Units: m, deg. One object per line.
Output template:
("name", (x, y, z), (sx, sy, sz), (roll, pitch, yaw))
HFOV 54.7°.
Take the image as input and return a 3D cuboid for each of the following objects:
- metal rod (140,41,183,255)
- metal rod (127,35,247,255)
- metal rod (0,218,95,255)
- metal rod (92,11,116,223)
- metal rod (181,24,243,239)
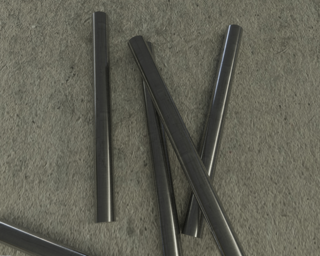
("metal rod", (-0.003, 0.021, 0.400), (0.025, 0.025, 0.299), (-7, 70, -3))
("metal rod", (0.024, 0.012, 0.375), (0.025, 0.025, 0.299), (-21, 71, -8))
("metal rod", (-0.051, 0.166, 0.346), (0.301, 0.025, 0.025), (19, 71, 6))
("metal rod", (-0.077, -0.028, 0.417), (0.025, 0.025, 0.299), (-5, 70, -2))
("metal rod", (0.074, -0.010, 0.411), (0.025, 0.025, 0.299), (14, 70, 5))
